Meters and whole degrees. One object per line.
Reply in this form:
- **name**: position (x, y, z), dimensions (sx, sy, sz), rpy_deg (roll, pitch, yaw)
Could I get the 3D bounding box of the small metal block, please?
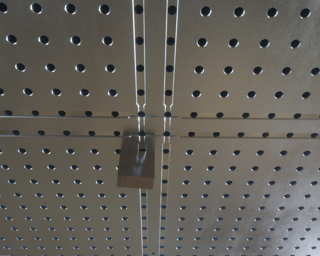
- **small metal block**: position (-0.034, 0.059, 0.445), dimensions (0.050, 0.050, 0.025), rpy_deg (5, 130, -5)
